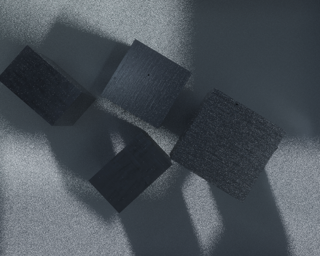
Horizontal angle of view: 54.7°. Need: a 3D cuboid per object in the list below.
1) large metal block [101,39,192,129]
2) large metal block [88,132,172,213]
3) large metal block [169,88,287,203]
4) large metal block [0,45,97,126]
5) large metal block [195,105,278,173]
[{"bbox_3d":[-0.016,-0.053,0.399,0.080,0.050,0.080,31,90,0],"label":"large metal block"},{"bbox_3d":[-0.033,0.049,0.384,0.080,0.080,0.050,-43,90,0],"label":"large metal block"},{"bbox_3d":[0.066,0.016,0.319,0.080,0.050,0.080,31,90,0],"label":"large metal block"},{"bbox_3d":[-0.133,-0.047,0.383,0.080,0.080,0.050,41,90,0],"label":"large metal block"},{"bbox_3d":[0.085,0.013,0.384,0.080,0.080,0.050,43,90,0],"label":"large metal block"}]
